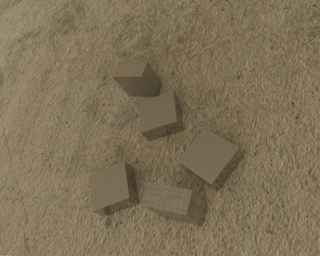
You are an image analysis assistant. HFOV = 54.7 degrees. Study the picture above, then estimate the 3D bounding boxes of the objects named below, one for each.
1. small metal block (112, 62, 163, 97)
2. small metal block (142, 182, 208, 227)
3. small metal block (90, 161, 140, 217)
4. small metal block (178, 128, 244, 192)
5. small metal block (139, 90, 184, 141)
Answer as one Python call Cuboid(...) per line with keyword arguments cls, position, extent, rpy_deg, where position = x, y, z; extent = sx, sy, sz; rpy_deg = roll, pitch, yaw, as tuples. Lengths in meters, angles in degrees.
Cuboid(cls="small metal block", position=(-0.032, -0.069, 0.447), extent=(0.050, 0.050, 0.025), rpy_deg=(5, 64, 30))
Cuboid(cls="small metal block", position=(0.017, 0.081, 0.329), extent=(0.050, 0.050, 0.025), rpy_deg=(4, 64, 30))
Cuboid(cls="small metal block", position=(-0.057, 0.076, 0.387), extent=(0.050, 0.025, 0.050), rpy_deg=(-23, 53, 14))
Cuboid(cls="small metal block", position=(0.058, 0.035, 0.352), extent=(0.050, 0.025, 0.050), rpy_deg=(33, 80, 38))
Cuboid(cls="small metal block", position=(0.002, -0.016, 0.413), extent=(0.050, 0.025, 0.050), rpy_deg=(-17, 55, 18))
